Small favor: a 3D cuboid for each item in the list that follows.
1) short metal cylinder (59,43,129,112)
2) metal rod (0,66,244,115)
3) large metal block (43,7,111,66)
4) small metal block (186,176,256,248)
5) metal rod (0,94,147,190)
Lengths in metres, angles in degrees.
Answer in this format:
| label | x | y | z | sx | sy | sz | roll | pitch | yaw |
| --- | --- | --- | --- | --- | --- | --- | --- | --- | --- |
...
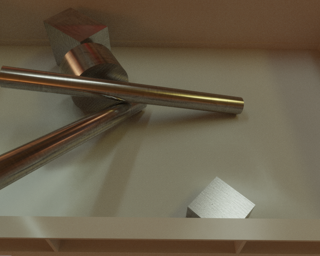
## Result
| label | x | y | z | sx | sy | sz | roll | pitch | yaw |
| --- | --- | --- | --- | --- | --- | --- | --- | --- | --- |
| short metal cylinder | -0.091 | -0.069 | 0.426 | 0.081 | 0.080 | 0.050 | -23 | 54 | -19 |
| metal rod | -0.034 | -0.044 | 0.392 | 0.302 | 0.025 | 0.025 | 5 | 49 | -16 |
| large metal block | -0.121 | -0.123 | 0.471 | 0.080 | 0.080 | 0.050 | 33 | 57 | 24 |
| small metal block | 0.064 | 0.089 | 0.331 | 0.050 | 0.025 | 0.050 | 36 | 58 | 26 |
| metal rod | -0.094 | 0.011 | 0.311 | 0.025 | 0.025 | 0.302 | 23 | 27 | 18 |
